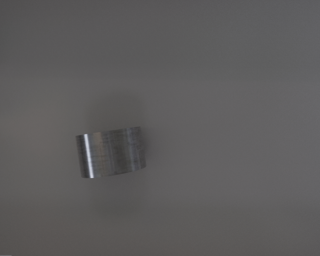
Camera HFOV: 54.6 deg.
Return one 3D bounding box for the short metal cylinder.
[{"bbox_3d":[-0.060,0.029,0.384,0.080,0.080,0.050,-8,90,0],"label":"short metal cylinder"}]
